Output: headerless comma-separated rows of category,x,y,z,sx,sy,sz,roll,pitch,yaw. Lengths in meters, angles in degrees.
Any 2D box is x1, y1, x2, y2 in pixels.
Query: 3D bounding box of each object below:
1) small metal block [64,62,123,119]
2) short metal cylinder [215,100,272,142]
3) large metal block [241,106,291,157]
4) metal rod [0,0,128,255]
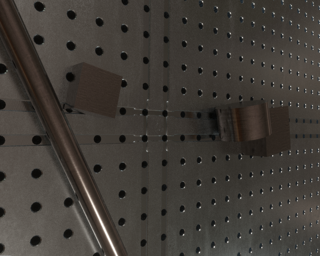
small metal block,-0.074,-0.040,0.348,0.050,0.025,0.050,16,80,-39
short metal cylinder,0.130,-0.013,0.486,0.081,0.080,0.050,-16,101,-39
large metal block,0.188,0.004,0.554,0.081,0.050,0.079,-9,96,-40
metal rod,-0.099,0.020,0.327,0.025,0.025,0.298,-32,110,-36
